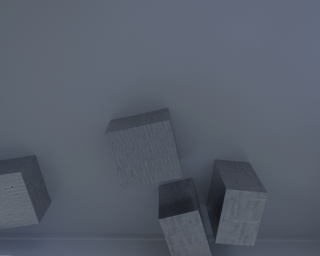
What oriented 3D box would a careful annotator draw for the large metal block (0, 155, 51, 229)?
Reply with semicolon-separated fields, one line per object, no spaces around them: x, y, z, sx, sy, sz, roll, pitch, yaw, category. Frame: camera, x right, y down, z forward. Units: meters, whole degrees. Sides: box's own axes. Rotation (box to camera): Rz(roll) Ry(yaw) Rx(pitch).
-0.209;0.090;0.429;0.080;0.050;0.079;-9;110;3;large metal block

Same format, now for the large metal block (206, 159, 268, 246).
0.099;0.098;0.419;0.050;0.080;0.079;6;110;-2;large metal block

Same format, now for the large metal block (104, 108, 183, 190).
-0.019;0.026;0.407;0.080;0.050;0.080;-12;110;4;large metal block

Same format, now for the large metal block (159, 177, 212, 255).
0.034;0.128;0.429;0.050;0.080;0.080;-15;110;5;large metal block
